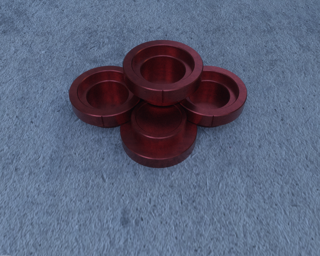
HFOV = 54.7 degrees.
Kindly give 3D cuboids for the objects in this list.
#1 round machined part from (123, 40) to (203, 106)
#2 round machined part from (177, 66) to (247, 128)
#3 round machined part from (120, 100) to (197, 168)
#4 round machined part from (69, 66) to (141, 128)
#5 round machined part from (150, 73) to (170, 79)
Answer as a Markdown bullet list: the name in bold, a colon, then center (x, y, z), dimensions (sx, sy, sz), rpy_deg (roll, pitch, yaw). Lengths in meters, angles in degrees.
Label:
- **round machined part**: center (0.004, -0.066, 0.394), dimensions (0.099, 0.042, 0.098), rpy_deg (0, 50, 0)
- **round machined part**: center (0.066, -0.039, 0.427), dimensions (0.099, 0.042, 0.098), rpy_deg (0, 50, 0)
- **round machined part**: center (-0.002, -0.001, 0.394), dimensions (0.099, 0.042, 0.098), rpy_deg (0, 50, 0)
- **round machined part**: center (-0.070, -0.038, 0.425), dimensions (0.099, 0.042, 0.098), rpy_deg (0, 50, 0)
- **round machined part**: center (-0.001, -0.077, 0.458), dimensions (0.099, 0.042, 0.098), rpy_deg (0, 50, 0)
